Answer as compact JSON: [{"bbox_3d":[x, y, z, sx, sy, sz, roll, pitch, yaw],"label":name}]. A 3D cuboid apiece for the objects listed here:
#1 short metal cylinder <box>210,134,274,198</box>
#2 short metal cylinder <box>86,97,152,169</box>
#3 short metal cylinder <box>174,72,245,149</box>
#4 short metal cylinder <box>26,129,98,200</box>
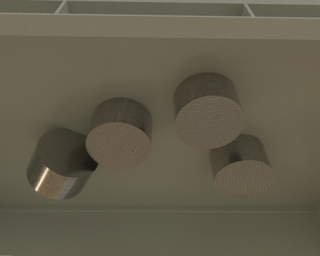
[{"bbox_3d":[0.114,0.055,0.440,0.081,0.050,0.079,0,130,0],"label":"short metal cylinder"},{"bbox_3d":[-0.050,0.008,0.399,0.081,0.050,0.079,0,130,0],"label":"short metal cylinder"},{"bbox_3d":[0.057,-0.020,0.376,0.081,0.050,0.079,0,130,0],"label":"short metal cylinder"},{"bbox_3d":[-0.129,0.047,0.412,0.080,0.080,0.050,23,126,-19],"label":"short metal cylinder"}]
